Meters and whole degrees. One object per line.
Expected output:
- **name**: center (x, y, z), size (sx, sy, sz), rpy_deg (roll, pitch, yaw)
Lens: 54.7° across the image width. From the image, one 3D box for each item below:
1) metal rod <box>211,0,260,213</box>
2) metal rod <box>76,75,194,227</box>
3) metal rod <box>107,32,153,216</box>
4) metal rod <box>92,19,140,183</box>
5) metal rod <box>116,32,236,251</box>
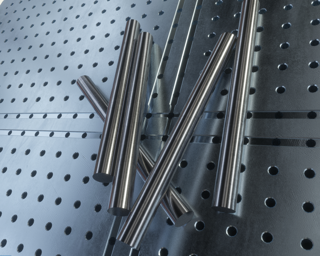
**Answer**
- **metal rod**: center (0.099, -0.047, 0.384), size (0.025, 0.025, 0.300), rpy_deg (0, 61, 28)
- **metal rod**: center (-0.051, 0.010, 0.426), size (0.025, 0.025, 0.300), rpy_deg (-41, 51, 0)
- **metal rod**: center (-0.033, -0.030, 0.419), size (0.025, 0.025, 0.300), rpy_deg (-12, 49, 21)
- **metal rod**: center (-0.056, -0.061, 0.450), size (0.025, 0.025, 0.300), rpy_deg (-12, 49, 21)
- **metal rod**: center (0.032, -0.004, 0.371), size (0.025, 0.025, 0.300), rpy_deg (11, 61, 32)
